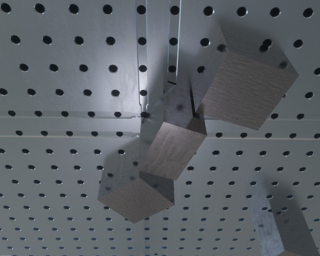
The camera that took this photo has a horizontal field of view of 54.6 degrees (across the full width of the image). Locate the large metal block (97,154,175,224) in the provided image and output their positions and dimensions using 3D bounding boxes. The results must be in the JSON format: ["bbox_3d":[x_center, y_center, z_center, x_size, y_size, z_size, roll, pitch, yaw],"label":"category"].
[{"bbox_3d":[-0.035,0.093,0.474,0.080,0.050,0.080,-31,124,24],"label":"large metal block"}]

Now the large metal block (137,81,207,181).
[{"bbox_3d":[0.012,0.003,0.378,0.050,0.080,0.080,17,128,-14],"label":"large metal block"}]

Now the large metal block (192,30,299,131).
[{"bbox_3d":[0.091,-0.052,0.352,0.080,0.050,0.080,15,129,-13],"label":"large metal block"}]

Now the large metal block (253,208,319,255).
[{"bbox_3d":[0.221,0.198,0.545,0.080,0.080,0.050,21,127,-17],"label":"large metal block"}]
